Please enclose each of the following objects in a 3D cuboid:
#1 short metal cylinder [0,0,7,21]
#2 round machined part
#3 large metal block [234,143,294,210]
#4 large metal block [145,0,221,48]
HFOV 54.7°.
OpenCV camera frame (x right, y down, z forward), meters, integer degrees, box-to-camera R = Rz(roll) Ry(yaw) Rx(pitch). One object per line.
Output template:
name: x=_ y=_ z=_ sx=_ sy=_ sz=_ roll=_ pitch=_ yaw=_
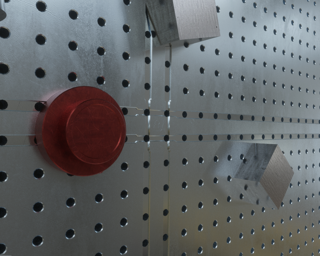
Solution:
short metal cylinder: x=-0.165 y=-0.111 z=0.235 sx=0.081 sy=0.080 sz=0.050 roll=-12 pitch=98 yaw=-39
round machined part: x=-0.077 y=0.003 z=0.334 sx=0.099 sy=0.042 sz=0.097 roll=0 pitch=90 yaw=-40
large metal block: x=0.186 y=0.084 z=0.549 sx=0.080 sy=0.050 sz=0.080 roll=51 pitch=60 yaw=-28
large metal block: x=0.031 y=-0.157 z=0.418 sx=0.081 sy=0.050 sz=0.079 roll=-18 pitch=102 yaw=-39
